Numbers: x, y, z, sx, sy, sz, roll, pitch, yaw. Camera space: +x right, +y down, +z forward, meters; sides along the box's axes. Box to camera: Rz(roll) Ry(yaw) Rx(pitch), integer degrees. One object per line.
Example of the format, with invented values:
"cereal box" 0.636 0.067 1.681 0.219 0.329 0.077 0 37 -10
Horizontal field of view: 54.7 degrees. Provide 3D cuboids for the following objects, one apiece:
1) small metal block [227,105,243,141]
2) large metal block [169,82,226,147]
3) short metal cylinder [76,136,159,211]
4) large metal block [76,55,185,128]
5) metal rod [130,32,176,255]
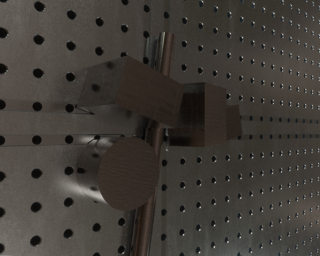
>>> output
"small metal block" 0.105 -0.008 0.500 0.050 0.025 0.050 -17 101 -39
"large metal block" 0.054 -0.017 0.425 0.080 0.050 0.079 0 91 -59
"short metal cylinder" -0.048 0.050 0.355 0.081 0.050 0.079 0 90 -40
"large metal block" -0.033 -0.035 0.347 0.080 0.080 0.050 21 77 -38
"metal rod" -0.009 0.023 0.403 0.025 0.025 0.298 12 83 -40
